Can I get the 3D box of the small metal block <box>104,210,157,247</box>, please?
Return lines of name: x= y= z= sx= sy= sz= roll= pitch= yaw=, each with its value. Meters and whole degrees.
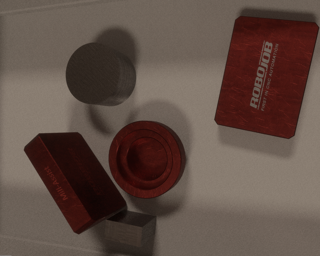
small metal block: x=-0.038 y=0.131 z=0.410 sx=0.050 sy=0.050 sz=0.025 roll=5 pitch=92 yaw=19

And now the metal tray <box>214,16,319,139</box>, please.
metal tray: x=0.123 y=-0.059 z=0.364 sx=0.090 sy=0.030 sz=0.129 roll=13 pitch=94 yaw=19

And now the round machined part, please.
round machined part: x=-0.014 y=0.039 z=0.405 sx=0.098 sy=0.042 sz=0.097 roll=0 pitch=90 yaw=19

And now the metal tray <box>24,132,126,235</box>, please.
metal tray: x=-0.109 y=0.066 z=0.413 sx=0.030 sy=0.090 sz=0.130 roll=-40 pitch=78 yaw=16

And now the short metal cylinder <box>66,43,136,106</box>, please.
short metal cylinder: x=-0.080 y=-0.071 z=0.424 sx=0.080 sy=0.050 sz=0.079 roll=0 pitch=90 yaw=19
